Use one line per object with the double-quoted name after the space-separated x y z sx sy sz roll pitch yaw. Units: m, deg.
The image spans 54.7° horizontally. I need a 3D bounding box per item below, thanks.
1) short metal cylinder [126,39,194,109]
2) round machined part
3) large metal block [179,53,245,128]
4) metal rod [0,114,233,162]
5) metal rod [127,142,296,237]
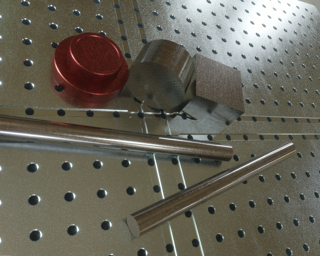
0.001 -0.071 0.419 0.080 0.080 0.050 30 52 -10 "short metal cylinder"
-0.087 -0.085 0.404 0.099 0.042 0.098 14 56 -21 "round machined part"
0.077 -0.055 0.469 0.081 0.050 0.080 17 55 -19 "large metal block"
-0.040 0.016 0.377 0.302 0.025 0.025 8 58 -24 "metal rod"
0.090 0.069 0.416 0.302 0.025 0.025 -16 71 -35 "metal rod"
